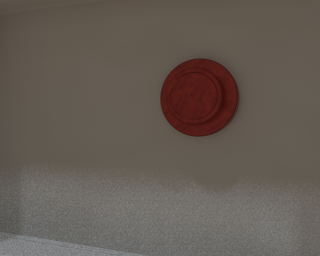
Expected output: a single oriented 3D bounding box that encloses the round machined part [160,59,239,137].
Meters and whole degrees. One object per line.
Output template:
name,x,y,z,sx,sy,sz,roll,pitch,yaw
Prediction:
round machined part,0.046,-0.038,0.385,0.098,0.042,0.097,0,90,19
